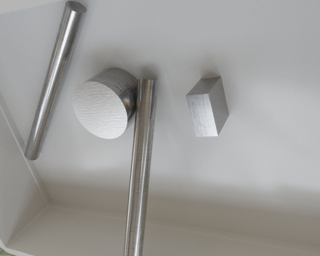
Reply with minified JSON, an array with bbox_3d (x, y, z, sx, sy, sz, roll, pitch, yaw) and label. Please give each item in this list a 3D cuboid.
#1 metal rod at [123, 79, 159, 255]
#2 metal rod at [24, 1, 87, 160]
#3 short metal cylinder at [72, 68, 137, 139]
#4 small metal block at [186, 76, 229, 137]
[{"bbox_3d":[-0.028,0.089,0.396,0.025,0.025,0.298,8,96,24],"label":"metal rod"},{"bbox_3d":[-0.165,-0.048,0.463,0.025,0.025,0.298,37,129,3],"label":"metal rod"},{"bbox_3d":[-0.066,-0.033,0.405,0.080,0.050,0.079,13,124,20],"label":"short metal cylinder"},{"bbox_3d":[0.055,-0.024,0.348,0.025,0.050,0.050,-3,117,29],"label":"small metal block"}]
